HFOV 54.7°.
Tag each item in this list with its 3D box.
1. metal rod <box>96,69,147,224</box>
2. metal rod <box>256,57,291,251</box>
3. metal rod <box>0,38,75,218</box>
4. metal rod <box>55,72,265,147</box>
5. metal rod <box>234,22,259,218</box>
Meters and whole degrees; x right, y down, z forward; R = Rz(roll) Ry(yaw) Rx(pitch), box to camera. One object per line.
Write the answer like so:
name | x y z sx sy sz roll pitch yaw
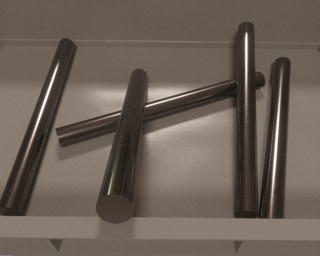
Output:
metal rod | -0.031 -0.013 0.338 0.025 0.025 0.300 0 26 0
metal rod | 0.152 0.007 0.401 0.025 0.025 0.300 13 51 10
metal rod | -0.158 -0.025 0.424 0.025 0.025 0.300 1 50 0
metal rod | 0.011 -0.030 0.430 0.302 0.025 0.025 -17 52 -14
metal rod | 0.114 -0.033 0.409 0.025 0.025 0.300 7 58 5
